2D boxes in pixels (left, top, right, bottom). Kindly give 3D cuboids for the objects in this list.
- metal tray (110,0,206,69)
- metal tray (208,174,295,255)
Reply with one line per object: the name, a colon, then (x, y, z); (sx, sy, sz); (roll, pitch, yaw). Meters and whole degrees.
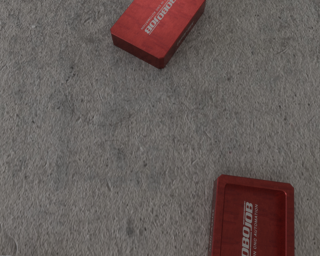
metal tray: (-0.001, -0.162, 0.464); (0.090, 0.030, 0.130); (30, 73, 10)
metal tray: (0.105, 0.125, 0.360); (0.091, 0.030, 0.130); (8, 70, 2)
